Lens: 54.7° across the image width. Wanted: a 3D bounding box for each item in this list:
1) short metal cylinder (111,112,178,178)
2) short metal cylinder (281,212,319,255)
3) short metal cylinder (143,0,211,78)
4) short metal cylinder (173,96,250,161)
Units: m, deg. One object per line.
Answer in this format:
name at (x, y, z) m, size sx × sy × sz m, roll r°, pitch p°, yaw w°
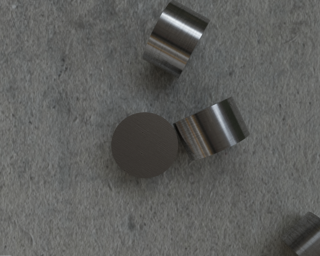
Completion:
short metal cylinder at (-0.018, 0.021, 0.397) m, size 0.081 × 0.050 × 0.079 m, roll 0°, pitch 90°, yaw -1°
short metal cylinder at (0.199, 0.152, 0.385) m, size 0.050 × 0.080 × 0.080 m, roll -43°, pitch 91°, yaw 0°
short metal cylinder at (0.020, -0.108, 0.383) m, size 0.050 × 0.080 × 0.080 m, roll 29°, pitch 90°, yaw -1°
short metal cylinder at (0.063, 0.000, 0.383) m, size 0.080 × 0.080 × 0.050 m, roll -25°, pitch 90°, yaw 0°
